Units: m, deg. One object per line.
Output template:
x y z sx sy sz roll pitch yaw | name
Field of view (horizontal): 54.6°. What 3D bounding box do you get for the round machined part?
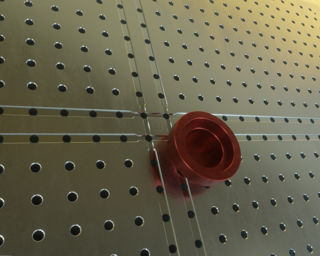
0.054 0.030 0.407 0.099 0.042 0.098 13 56 -21 | round machined part
